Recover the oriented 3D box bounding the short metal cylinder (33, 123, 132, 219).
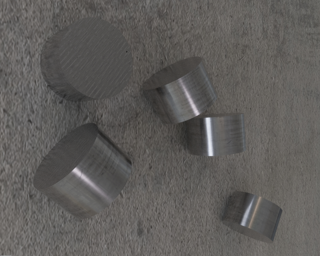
[{"bbox_3d":[-0.075,0.041,0.306,0.050,0.080,0.080,50,61,-29],"label":"short metal cylinder"}]

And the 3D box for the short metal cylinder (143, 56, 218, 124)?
[{"bbox_3d":[0.025,-0.048,0.390,0.080,0.080,0.050,-43,116,-31],"label":"short metal cylinder"}]

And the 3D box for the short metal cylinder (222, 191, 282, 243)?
[{"bbox_3d":[0.146,0.141,0.491,0.080,0.080,0.050,40,66,-33],"label":"short metal cylinder"}]

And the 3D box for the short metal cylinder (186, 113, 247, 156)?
[{"bbox_3d":[0.078,0.007,0.435,0.081,0.080,0.050,-9,96,-40],"label":"short metal cylinder"}]

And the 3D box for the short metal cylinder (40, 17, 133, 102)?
[{"bbox_3d":[-0.076,-0.069,0.324,0.081,0.050,0.080,0,90,-40],"label":"short metal cylinder"}]
